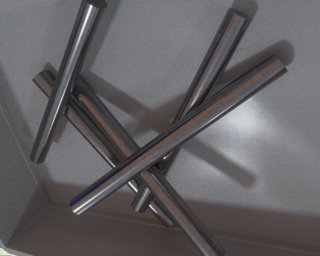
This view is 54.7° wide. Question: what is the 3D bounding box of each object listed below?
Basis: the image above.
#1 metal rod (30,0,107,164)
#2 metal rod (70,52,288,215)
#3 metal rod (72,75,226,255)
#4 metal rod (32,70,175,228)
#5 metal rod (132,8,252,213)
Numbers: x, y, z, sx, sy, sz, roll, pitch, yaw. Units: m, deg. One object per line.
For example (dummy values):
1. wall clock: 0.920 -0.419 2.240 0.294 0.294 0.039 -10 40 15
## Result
1. metal rod: -0.135 -0.041 0.416 0.025 0.025 0.298 39 131 2
2. metal rod: 0.005 0.018 0.356 0.300 0.025 0.025 -36 98 19
3. metal rod: -0.027 0.043 0.398 0.300 0.025 0.025 49 130 12
4. metal rod: -0.079 0.036 0.470 0.300 0.025 0.025 49 128 -7
5. metal rod: 0.024 0.003 0.380 0.025 0.025 0.298 31 123 8
